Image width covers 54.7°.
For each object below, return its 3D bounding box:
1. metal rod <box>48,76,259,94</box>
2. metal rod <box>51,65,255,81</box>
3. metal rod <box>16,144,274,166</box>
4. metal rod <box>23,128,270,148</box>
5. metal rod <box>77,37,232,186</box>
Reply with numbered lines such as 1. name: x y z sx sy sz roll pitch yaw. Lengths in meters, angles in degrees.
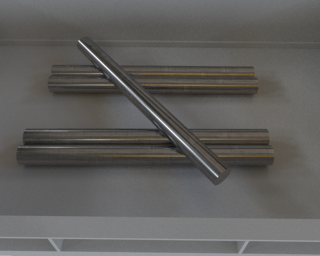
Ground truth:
1. metal rod: -0.010 -0.063 0.456 0.302 0.025 0.025 1 50 0
2. metal rod: -0.010 -0.082 0.472 0.302 0.025 0.025 1 50 0
3. metal rod: -0.017 0.033 0.375 0.302 0.025 0.025 0 50 0
4. metal rod: -0.017 0.013 0.391 0.302 0.025 0.025 0 50 0
5. metal rod: -0.025 -0.039 0.404 0.025 0.025 0.300 -31 57 -23
